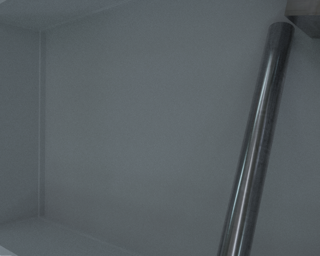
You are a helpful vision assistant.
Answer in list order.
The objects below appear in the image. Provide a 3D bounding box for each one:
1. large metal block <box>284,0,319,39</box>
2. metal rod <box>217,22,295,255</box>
[{"bbox_3d":[0.147,-0.121,0.249,0.050,0.081,0.079,15,100,39],"label":"large metal block"},{"bbox_3d":[0.078,0.039,0.267,0.025,0.025,0.299,4,69,39],"label":"metal rod"}]
